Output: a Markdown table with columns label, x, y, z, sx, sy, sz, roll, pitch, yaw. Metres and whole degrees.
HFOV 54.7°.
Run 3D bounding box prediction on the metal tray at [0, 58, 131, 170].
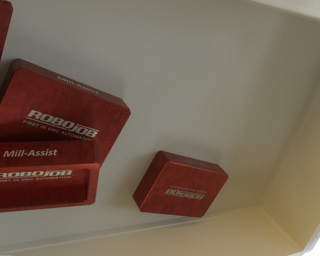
| label | x | y | z | sx | sy | sz | roll | pitch | yaw |
| --- | --- | --- | --- | --- | --- | --- | --- | --- | --- |
| metal tray | -0.109 | -0.008 | 0.341 | 0.131 | 0.030 | 0.090 | 20 | 108 | -36 |

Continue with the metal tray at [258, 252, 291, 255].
| label | x | y | z | sx | sy | sz | roll | pitch | yaw |
| --- | --- | --- | --- | --- | --- | --- | --- | --- | --- |
| metal tray | 0.300 | 0.347 | 0.746 | 0.131 | 0.090 | 0.030 | 18 | 109 | -35 |

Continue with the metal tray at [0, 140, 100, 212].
| label | x | y | z | sx | sy | sz | roll | pitch | yaw |
| --- | --- | --- | --- | --- | --- | --- | --- | --- | --- |
| metal tray | -0.135 | 0.053 | 0.332 | 0.131 | 0.030 | 0.089 | -1 | 139 | -17 |

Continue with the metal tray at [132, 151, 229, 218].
| label | x | y | z | sx | sy | sz | roll | pitch | yaw |
| --- | --- | --- | --- | --- | --- | --- | --- | --- | --- |
| metal tray | 0.034 | 0.091 | 0.480 | 0.131 | 0.030 | 0.089 | 17 | 110 | -35 |

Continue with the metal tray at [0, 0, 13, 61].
| label | x | y | z | sx | sy | sz | roll | pitch | yaw |
| --- | --- | --- | --- | --- | --- | --- | --- | --- | --- |
| metal tray | -0.172 | -0.046 | 0.245 | 0.030 | 0.090 | 0.129 | 26 | 109 | 3 |
